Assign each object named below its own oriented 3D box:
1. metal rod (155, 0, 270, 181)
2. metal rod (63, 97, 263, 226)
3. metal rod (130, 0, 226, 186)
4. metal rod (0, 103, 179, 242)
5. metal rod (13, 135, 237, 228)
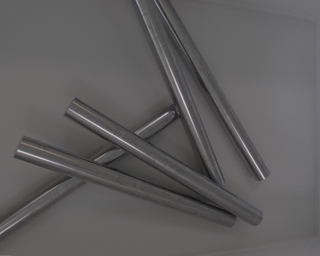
[{"bbox_3d":[0.074,-0.051,0.437,0.025,0.025,0.299,-36,102,-16],"label":"metal rod"},{"bbox_3d":[0.019,0.052,0.393,0.301,0.025,0.025,33,79,-20],"label":"metal rod"},{"bbox_3d":[0.023,-0.048,0.388,0.025,0.025,0.299,-31,112,-17],"label":"metal rod"},{"bbox_3d":[-0.099,0.058,0.374,0.301,0.025,0.025,-34,101,-17],"label":"metal rod"},{"bbox_3d":[-0.022,0.075,0.383,0.302,0.025,0.025,24,82,-26],"label":"metal rod"}]
